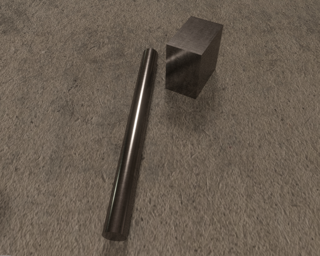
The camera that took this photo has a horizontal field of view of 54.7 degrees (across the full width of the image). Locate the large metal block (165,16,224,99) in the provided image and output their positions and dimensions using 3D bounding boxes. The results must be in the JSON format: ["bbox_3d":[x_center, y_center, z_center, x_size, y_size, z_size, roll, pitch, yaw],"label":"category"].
[{"bbox_3d":[0.049,-0.103,0.455,0.050,0.080,0.080,22,53,17],"label":"large metal block"}]

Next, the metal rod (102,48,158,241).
[{"bbox_3d":[-0.031,-0.005,0.406,0.025,0.025,0.300,5,50,3],"label":"metal rod"}]
